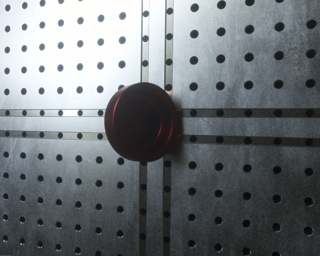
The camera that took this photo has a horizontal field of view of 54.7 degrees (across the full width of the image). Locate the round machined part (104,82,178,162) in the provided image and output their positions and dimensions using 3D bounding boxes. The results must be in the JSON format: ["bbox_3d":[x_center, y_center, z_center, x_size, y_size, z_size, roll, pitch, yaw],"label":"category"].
[{"bbox_3d":[-0.027,-0.007,0.392,0.042,0.099,0.097,-3,89,51],"label":"round machined part"}]
